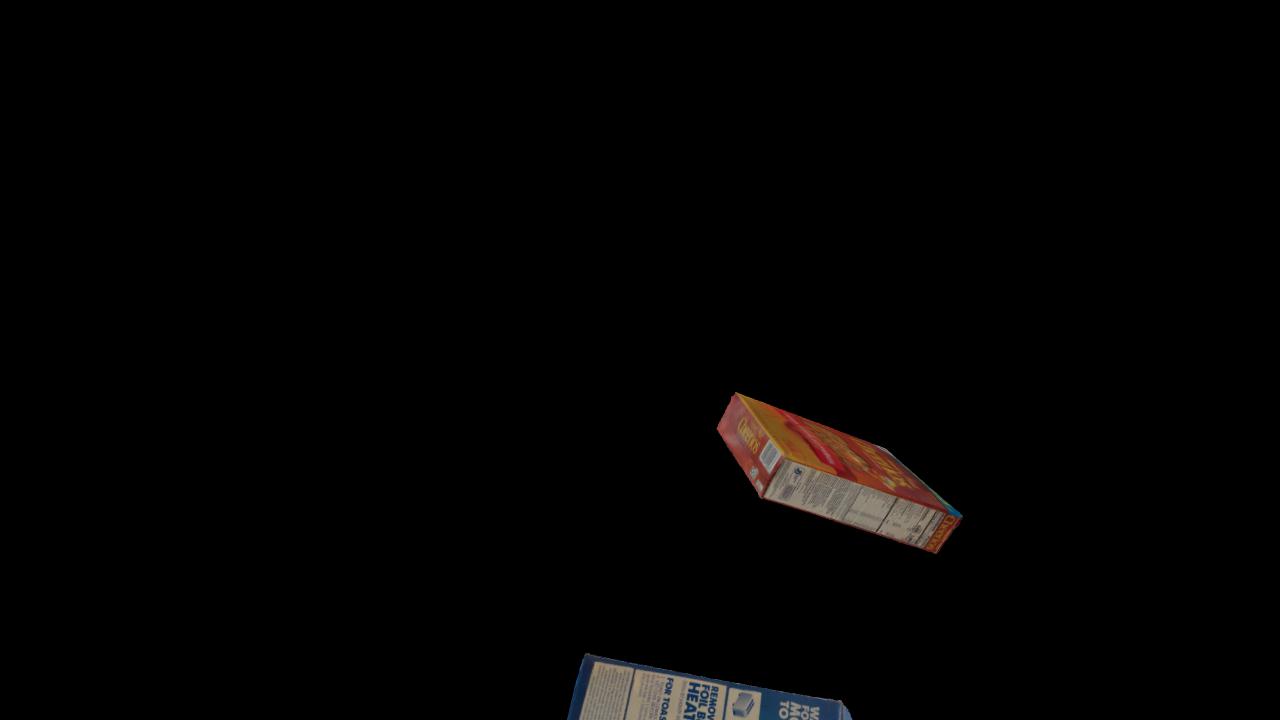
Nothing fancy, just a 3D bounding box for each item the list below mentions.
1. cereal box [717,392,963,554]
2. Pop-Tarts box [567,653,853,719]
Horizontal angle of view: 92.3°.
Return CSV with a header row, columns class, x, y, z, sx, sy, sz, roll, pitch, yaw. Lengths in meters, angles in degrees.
class,x,y,z,sx,sy,sz,roll,pitch,yaw
cereal box,0.284,0.161,0.907,0.306,0.081,0.203,20,16,-17
Pop-Tarts box,0.051,0.239,0.347,0.141,0.083,0.167,-3,-38,24
